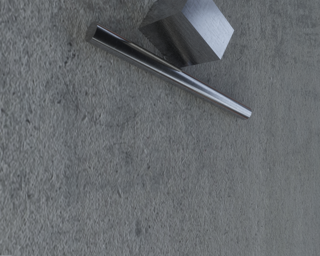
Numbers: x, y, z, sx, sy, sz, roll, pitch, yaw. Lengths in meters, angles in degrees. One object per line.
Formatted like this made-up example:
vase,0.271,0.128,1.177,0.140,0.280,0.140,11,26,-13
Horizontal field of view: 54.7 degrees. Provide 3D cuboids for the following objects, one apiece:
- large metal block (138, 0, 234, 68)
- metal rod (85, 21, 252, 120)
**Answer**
large metal block,0.034,-0.127,0.399,0.080,0.080,0.050,40,66,-33
metal rod,0.035,-0.066,0.435,0.302,0.025,0.025,20,77,-39
